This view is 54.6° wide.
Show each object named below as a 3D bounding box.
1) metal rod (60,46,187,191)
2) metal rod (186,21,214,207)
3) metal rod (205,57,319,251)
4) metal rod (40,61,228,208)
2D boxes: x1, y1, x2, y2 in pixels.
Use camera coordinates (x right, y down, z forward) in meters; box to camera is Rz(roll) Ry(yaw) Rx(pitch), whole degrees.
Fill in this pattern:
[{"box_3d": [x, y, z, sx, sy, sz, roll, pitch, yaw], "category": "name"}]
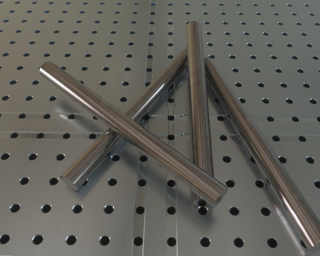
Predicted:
[{"box_3d": [-0.024, -0.034, 0.436, 0.025, 0.025, 0.301, 26, 55, 20], "category": "metal rod"}, {"box_3d": [0.052, -0.042, 0.424, 0.025, 0.025, 0.300, 1, 56, 1], "category": "metal rod"}, {"box_3d": [0.117, 0.007, 0.402, 0.025, 0.025, 0.300, -13, 51, -11], "category": "metal rod"}, {"box_3d": [-0.049, -0.007, 0.379, 0.300, 0.025, 0.025, 35, 58, 25], "category": "metal rod"}]
